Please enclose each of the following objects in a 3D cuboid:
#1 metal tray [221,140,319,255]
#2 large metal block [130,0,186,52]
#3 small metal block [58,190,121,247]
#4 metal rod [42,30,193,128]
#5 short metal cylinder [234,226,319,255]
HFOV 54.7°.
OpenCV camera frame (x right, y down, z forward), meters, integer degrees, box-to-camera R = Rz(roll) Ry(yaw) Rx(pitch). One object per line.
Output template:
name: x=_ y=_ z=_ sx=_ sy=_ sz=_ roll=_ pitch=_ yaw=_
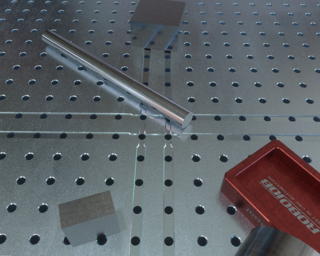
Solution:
metal tray: x=0.144 y=0.081 z=0.337 sx=0.091 sy=0.030 sz=0.130 roll=-29 pitch=56 yaw=-23
large metal block: x=-0.002 y=-0.183 z=0.545 sx=0.080 sy=0.050 sz=0.080 roll=9 pitch=51 yaw=7
small metal block: x=-0.070 y=0.092 z=0.313 sx=0.050 sy=0.050 sz=0.025 roll=-14 pitch=52 yaw=-12
metal rod: x=-0.079 y=-0.084 z=0.477 sx=0.300 sy=0.025 sz=0.025 roll=33 pitch=57 yaw=24
short metal cylinder: x=0.100 y=0.132 z=0.263 sx=0.080 sy=0.080 sz=0.050 roll=33 pitch=57 yaw=24
